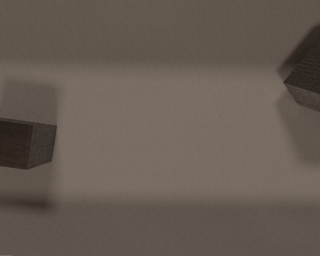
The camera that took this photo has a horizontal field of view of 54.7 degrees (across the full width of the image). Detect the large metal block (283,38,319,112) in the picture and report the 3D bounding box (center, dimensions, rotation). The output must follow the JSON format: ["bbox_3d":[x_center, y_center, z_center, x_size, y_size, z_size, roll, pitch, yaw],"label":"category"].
[{"bbox_3d":[0.217,-0.062,0.380,0.080,0.080,0.050,-51,125,0],"label":"large metal block"}]

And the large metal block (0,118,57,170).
[{"bbox_3d":[-0.184,0.016,0.382,0.081,0.080,0.050,8,90,-1],"label":"large metal block"}]
